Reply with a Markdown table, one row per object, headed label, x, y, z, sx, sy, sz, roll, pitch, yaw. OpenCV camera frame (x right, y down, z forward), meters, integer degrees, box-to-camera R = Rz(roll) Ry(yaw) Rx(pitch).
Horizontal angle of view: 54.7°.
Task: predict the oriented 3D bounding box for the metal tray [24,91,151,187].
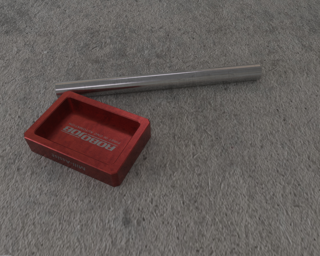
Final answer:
| label | x | y | z | sx | sy | sz | roll | pitch | yaw |
| --- | --- | --- | --- | --- | --- | --- | --- | --- | --- |
| metal tray | -0.088 | 0.009 | 0.391 | 0.130 | 0.030 | 0.090 | 20 | 53 | 16 |

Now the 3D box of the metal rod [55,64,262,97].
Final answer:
| label | x | y | z | sx | sy | sz | roll | pitch | yaw |
| --- | --- | --- | --- | --- | --- | --- | --- | --- | --- |
| metal rod | 0.002 | -0.070 | 0.462 | 0.302 | 0.025 | 0.025 | -6 | 50 | -6 |
